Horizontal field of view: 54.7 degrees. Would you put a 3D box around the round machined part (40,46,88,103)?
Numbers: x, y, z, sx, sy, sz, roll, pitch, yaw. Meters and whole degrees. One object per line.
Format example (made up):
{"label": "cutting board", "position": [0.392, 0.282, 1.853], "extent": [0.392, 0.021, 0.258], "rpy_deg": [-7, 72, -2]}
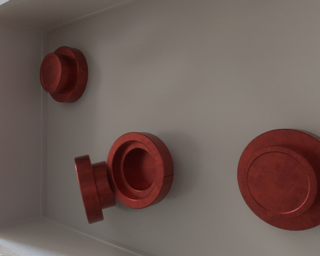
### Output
{"label": "round machined part", "position": [-0.172, -0.093, 0.538], "extent": [0.098, 0.042, 0.097], "rpy_deg": [0, 90, 40]}

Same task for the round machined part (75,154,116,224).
{"label": "round machined part", "position": [-0.093, 0.085, 0.452], "extent": [0.098, 0.042, 0.097], "rpy_deg": [168, 89, -76]}

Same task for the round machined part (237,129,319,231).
{"label": "round machined part", "position": [0.119, 0.049, 0.297], "extent": [0.098, 0.042, 0.097], "rpy_deg": [0, 90, 40]}

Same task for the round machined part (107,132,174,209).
{"label": "round machined part", "position": [-0.022, 0.054, 0.411], "extent": [0.098, 0.042, 0.097], "rpy_deg": [-1, 89, 36]}
